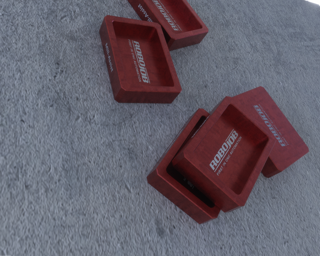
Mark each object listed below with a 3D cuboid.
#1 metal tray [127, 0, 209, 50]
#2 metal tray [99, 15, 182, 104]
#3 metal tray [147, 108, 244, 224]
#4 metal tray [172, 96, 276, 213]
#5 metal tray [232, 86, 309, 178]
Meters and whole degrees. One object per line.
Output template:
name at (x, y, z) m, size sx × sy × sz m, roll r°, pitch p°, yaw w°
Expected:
metal tray at (0.011, -0.196, 0.525) m, size 0.091 × 0.030 × 0.130 m, roll -25°, pitch 75°, yaw -37°
metal tray at (-0.029, -0.098, 0.443) m, size 0.091 × 0.030 × 0.130 m, roll -2°, pitch 63°, yaw -29°
metal tray at (0.054, 0.044, 0.401) m, size 0.090 × 0.030 × 0.131 m, roll 39°, pitch 51°, yaw -2°
metal tray at (0.085, 0.028, 0.389) m, size 0.090 × 0.030 × 0.131 m, roll 42°, pitch 51°, yaw 1°
metal tray at (0.164, 0.002, 0.487) m, size 0.091 × 0.030 × 0.130 m, roll -22°, pitch 74°, yaw -36°
